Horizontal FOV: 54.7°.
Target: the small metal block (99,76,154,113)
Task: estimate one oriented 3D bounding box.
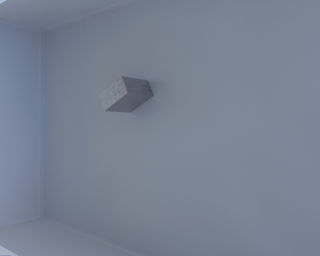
[{"bbox_3d":[-0.046,-0.045,0.426,0.050,0.050,0.025,-32,70,35],"label":"small metal block"}]
